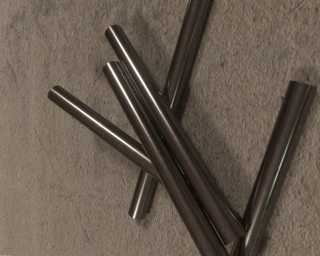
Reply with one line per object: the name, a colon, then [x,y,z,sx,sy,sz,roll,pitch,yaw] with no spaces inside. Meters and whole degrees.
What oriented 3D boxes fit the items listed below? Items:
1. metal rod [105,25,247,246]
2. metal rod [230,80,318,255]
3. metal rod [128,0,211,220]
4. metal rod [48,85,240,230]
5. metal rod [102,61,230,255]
metal rod: [0.006,-0.009,0.364,0.025,0.025,0.299,-44,65,31]
metal rod: [0.098,0.099,0.322,0.025,0.025,0.298,24,105,37]
metal rod: [0.009,-0.020,0.395,0.025,0.025,0.298,26,106,36]
metal rod: [-0.036,0.027,0.393,0.300,0.025,0.025,34,111,21]
metal rod: [0.006,0.042,0.349,0.025,0.025,0.299,-44,65,31]
